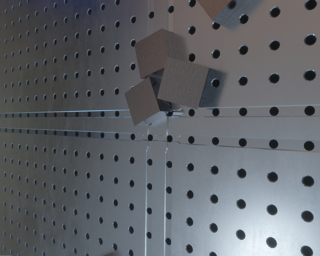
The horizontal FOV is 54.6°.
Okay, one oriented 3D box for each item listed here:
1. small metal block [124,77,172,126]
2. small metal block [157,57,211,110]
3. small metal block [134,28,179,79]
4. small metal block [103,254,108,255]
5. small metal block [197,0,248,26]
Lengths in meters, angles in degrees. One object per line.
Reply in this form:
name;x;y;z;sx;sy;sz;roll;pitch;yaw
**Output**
small metal block;-0.017;-0.035;0.424;0.050;0.025;0.050;-28;73;36
small metal block;0.029;-0.054;0.373;0.050;0.025;0.050;17;102;10
small metal block;-0.004;-0.096;0.414;0.050;0.025;0.050;-17;79;39
small metal block;-0.100;0.236;0.494;0.050;0.025;0.050;-36;68;34
small metal block;0.071;-0.155;0.352;0.050;0.025;0.050;-43;64;31
